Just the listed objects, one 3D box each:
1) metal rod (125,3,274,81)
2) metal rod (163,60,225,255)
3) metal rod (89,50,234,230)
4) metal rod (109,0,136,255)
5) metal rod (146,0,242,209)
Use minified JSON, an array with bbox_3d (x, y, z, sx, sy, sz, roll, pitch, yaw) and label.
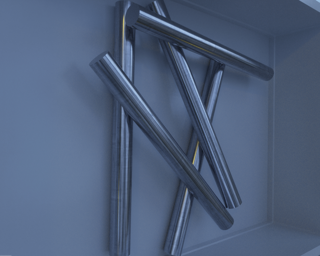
[{"bbox_3d":[0.079,-0.108,0.437,0.302,0.025,0.025,7,86,-44],"label":"metal rod"},{"bbox_3d":[0.055,0.030,0.455,0.025,0.025,0.299,25,74,-38],"label":"metal rod"},{"bbox_3d":[0.017,0.034,0.388,0.025,0.025,0.300,-52,121,-27],"label":"metal rod"},{"bbox_3d":[-0.045,0.000,0.370,0.025,0.025,0.298,2,89,-40],"label":"metal rod"},{"bbox_3d":[0.050,-0.026,0.426,0.025,0.025,0.299,-29,101,-36],"label":"metal rod"}]
